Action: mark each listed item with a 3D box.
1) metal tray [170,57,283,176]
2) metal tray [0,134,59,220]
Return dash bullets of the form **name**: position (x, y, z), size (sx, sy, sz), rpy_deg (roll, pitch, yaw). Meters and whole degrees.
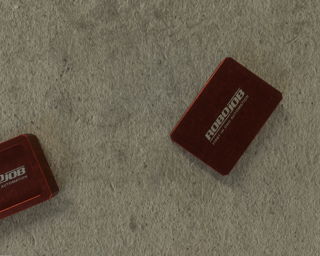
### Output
- **metal tray**: position (0.085, -0.015, 0.408), size (0.090, 0.030, 0.130), rpy_deg (35, 90, 0)
- **metal tray**: position (-0.212, 0.072, 0.405), size (0.131, 0.030, 0.090), rpy_deg (-23, 90, 0)
